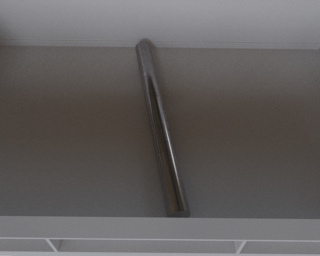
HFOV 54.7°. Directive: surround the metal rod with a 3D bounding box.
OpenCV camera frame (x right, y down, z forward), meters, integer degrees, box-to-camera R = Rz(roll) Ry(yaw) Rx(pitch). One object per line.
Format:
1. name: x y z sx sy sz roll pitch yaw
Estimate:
1. metal rod: -0.004 -0.020 0.421 0.025 0.025 0.300 -7 50 -6
